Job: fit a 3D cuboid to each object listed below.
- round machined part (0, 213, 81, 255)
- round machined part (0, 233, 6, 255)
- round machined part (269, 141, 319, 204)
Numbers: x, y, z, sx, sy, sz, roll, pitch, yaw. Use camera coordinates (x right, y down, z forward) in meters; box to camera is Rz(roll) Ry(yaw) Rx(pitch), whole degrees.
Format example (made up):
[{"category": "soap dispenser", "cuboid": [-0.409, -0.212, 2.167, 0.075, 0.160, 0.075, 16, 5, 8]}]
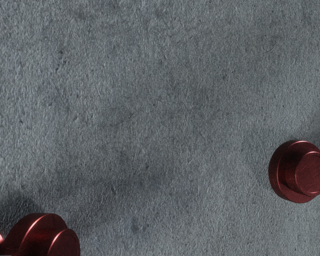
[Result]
[{"category": "round machined part", "cuboid": [-0.118, 0.140, 0.324, 0.042, 0.098, 0.097, -2, 91, 14]}, {"category": "round machined part", "cuboid": [-0.193, 0.134, 0.310, 0.042, 0.098, 0.097, -6, 93, -63]}, {"category": "round machined part", "cuboid": [0.223, 0.069, 0.482, 0.099, 0.042, 0.097, 0, 90, -20]}]
